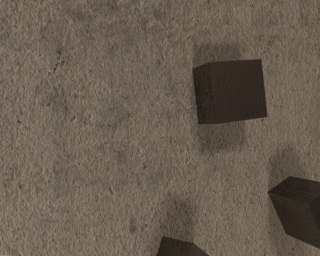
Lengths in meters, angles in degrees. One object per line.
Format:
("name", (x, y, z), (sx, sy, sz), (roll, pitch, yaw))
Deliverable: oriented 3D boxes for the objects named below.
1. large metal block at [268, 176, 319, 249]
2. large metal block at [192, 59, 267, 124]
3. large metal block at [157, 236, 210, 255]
("large metal block", (0.222, 0.125, 0.464), (0.050, 0.080, 0.080), (-29, 100, -18))
("large metal block", (0.097, -0.050, 0.433), (0.081, 0.050, 0.079), (-8, 93, -20))
("large metal block", (0.028, 0.195, 0.392), (0.050, 0.080, 0.080), (20, 83, -19))
